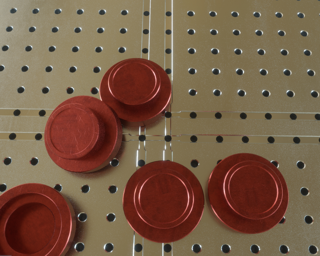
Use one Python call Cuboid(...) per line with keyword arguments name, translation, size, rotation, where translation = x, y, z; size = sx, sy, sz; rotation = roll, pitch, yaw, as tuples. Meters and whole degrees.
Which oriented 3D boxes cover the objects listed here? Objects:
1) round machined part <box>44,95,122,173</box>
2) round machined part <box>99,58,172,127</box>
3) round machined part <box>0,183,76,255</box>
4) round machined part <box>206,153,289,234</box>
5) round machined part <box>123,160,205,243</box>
Cuboid(name="round machined part", translation=(-0.100, 0.007, 0.386), size=(0.098, 0.042, 0.097), rotation=(-2, 81, 11))
Cuboid(name="round machined part", translation=(-0.033, -0.054, 0.422), size=(0.099, 0.042, 0.098), rotation=(0, 70, -1))
Cuboid(name="round machined part", translation=(-0.147, 0.116, 0.359), size=(0.099, 0.042, 0.098), rotation=(0, 70, -1))
Cuboid(name="round machined part", translation=(0.107, 0.077, 0.376), size=(0.099, 0.042, 0.098), rotation=(0, 70, -1))
Cuboid(name="round machined part", translation=(0.005, 0.086, 0.371), size=(0.099, 0.042, 0.098), rotation=(0, 70, -1))
